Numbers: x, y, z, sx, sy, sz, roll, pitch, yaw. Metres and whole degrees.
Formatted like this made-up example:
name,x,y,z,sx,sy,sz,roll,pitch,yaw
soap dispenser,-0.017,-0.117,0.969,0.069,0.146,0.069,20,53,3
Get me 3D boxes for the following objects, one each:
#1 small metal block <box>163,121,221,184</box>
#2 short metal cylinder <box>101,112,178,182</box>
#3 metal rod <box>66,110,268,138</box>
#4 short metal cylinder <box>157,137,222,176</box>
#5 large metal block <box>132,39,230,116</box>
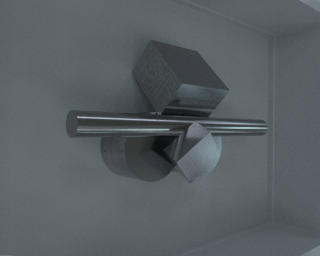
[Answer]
name,x,y,z,sx,sy,sz,roll,pitch,yaw
small metal block,0.038,0.029,0.360,0.050,0.025,0.050,-42,137,-9
short metal cylinder,-0.023,0.021,0.372,0.081,0.050,0.079,0,90,-40
metal rod,0.037,-0.002,0.373,0.302,0.025,0.025,1,90,-40
short metal cylinder,0.039,0.023,0.424,0.081,0.050,0.079,0,90,-40
large metal block,0.025,-0.058,0.384,0.081,0.050,0.080,1,46,-40
